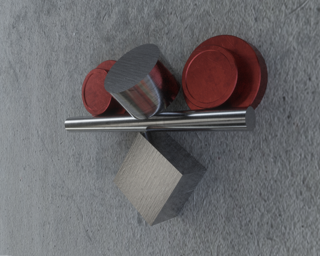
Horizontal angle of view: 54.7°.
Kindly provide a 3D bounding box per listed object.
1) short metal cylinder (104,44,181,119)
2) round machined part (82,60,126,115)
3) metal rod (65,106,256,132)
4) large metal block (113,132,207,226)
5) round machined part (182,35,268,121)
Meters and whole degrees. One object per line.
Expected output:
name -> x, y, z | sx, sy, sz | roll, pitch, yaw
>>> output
short metal cylinder -> -0.021, -0.058, 0.384 | 0.080, 0.050, 0.080 | -23, 42, 23
round machined part -> -0.079, -0.052, 0.459 | 0.098, 0.042, 0.097 | 0, 90, 40
metal rod -> -0.026, -0.007, 0.400 | 0.300, 0.025, 0.025 | -1, 90, 40
large metal block -> -0.002, 0.060, 0.389 | 0.080, 0.050, 0.080 | 43, 116, 31
round machined part -> 0.063, -0.054, 0.343 | 0.098, 0.042, 0.097 | 0, 90, 40
